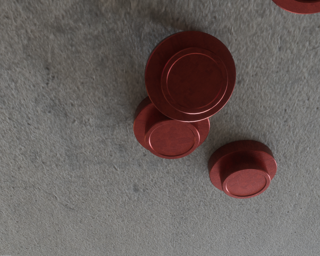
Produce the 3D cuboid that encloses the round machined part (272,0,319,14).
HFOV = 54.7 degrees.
[{"bbox_3d":[0.132,-0.154,0.267,0.099,0.042,0.097,-1,130,0],"label":"round machined part"}]

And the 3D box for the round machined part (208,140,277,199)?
[{"bbox_3d":[0.122,0.067,0.455,0.099,0.042,0.097,-1,130,0],"label":"round machined part"}]

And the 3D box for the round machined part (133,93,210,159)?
[{"bbox_3d":[0.015,0.002,0.399,0.099,0.042,0.097,-1,130,0],"label":"round machined part"}]

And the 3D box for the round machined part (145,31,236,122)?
[{"bbox_3d":[0.033,-0.053,0.330,0.099,0.042,0.097,-2,108,-5],"label":"round machined part"}]
